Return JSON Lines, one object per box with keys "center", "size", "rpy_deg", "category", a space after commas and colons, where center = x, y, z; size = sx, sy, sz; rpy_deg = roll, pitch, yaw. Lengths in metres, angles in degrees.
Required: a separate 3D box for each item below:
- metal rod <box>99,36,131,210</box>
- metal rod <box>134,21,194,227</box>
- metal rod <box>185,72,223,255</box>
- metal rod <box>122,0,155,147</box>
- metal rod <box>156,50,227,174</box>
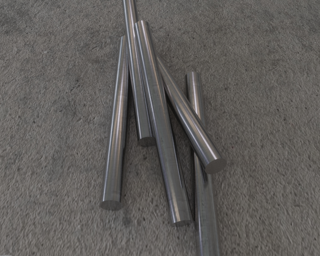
{"center": [-0.054, -0.032, 0.429], "size": [0.025, 0.025, 0.300], "rpy_deg": [-1, 50, -1], "category": "metal rod"}
{"center": [-0.002, -0.028, 0.396], "size": [0.025, 0.025, 0.299], "rpy_deg": [-8, 59, -6], "category": "metal rod"}
{"center": [0.048, 0.040, 0.369], "size": [0.025, 0.025, 0.300], "rpy_deg": [0, 50, 0], "category": "metal rod"}
{"center": [-0.036, -0.107, 0.470], "size": [0.025, 0.025, 0.299], "rpy_deg": [-6, 57, -5], "category": "metal rod"}
{"center": [0.012, -0.057, 0.431], "size": [0.025, 0.025, 0.300], "rpy_deg": [-14, 45, -12], "category": "metal rod"}
